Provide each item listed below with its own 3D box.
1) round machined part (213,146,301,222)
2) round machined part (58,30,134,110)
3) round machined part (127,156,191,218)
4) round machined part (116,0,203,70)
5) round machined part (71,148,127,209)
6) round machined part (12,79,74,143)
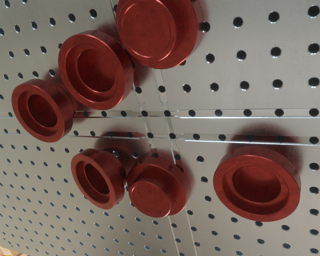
[{"bbox_3d":[0.118,0.063,0.377,0.098,0.042,0.097,13,124,21],"label":"round machined part"},{"bbox_3d":[-0.076,-0.075,0.395,0.098,0.042,0.097,13,124,21],"label":"round machined part"},{"bbox_3d":[-0.007,0.095,0.463,0.098,0.042,0.097,13,124,21],"label":"round machined part"},{"bbox_3d":[-0.006,-0.110,0.336,0.098,0.042,0.097,13,124,21],"label":"round machined part"},{"bbox_3d":[-0.091,0.075,0.486,0.098,0.042,0.097,21,127,31],"label":"round machined part"},{"bbox_3d":[-0.173,-0.030,0.474,0.098,0.042,0.097,13,124,21],"label":"round machined part"}]
